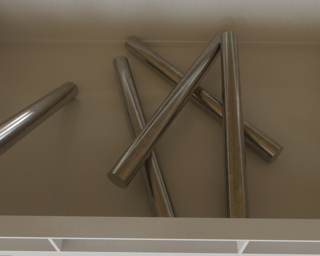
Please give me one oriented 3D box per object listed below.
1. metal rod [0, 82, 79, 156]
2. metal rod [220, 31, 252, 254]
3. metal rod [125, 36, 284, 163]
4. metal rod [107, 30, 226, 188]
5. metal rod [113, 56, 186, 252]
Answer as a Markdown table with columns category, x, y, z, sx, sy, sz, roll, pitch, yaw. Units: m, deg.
| category | x | y | z | sx | sy | sz | roll | pitch | yaw |
| --- | --- | --- | --- | --- | --- | --- | --- | --- | --- |
| metal rod | -0.151 | 0.003 | 0.317 | 0.025 | 0.025 | 0.301 | 6 | 24 | 5 |
| metal rod | 0.090 | -0.006 | 0.381 | 0.025 | 0.025 | 0.300 | 4 | 59 | 3 |
| metal rod | 0.046 | -0.056 | 0.451 | 0.025 | 0.025 | 0.300 | -33 | 57 | -24 |
| metal rod | 0.028 | -0.045 | 0.409 | 0.025 | 0.025 | 0.301 | 23 | 54 | 18 |
| metal rod | -0.024 | 0.006 | 0.399 | 0.025 | 0.025 | 0.300 | -11 | 51 | -10 |
